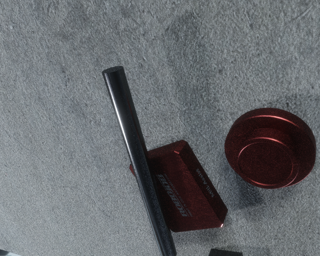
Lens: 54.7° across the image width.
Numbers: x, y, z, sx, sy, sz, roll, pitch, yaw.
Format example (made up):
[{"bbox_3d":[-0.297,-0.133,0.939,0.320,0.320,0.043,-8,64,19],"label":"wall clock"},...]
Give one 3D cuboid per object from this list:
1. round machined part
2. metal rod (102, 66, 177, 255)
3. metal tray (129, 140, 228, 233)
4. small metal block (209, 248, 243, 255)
[{"bbox_3d":[0.121,0.030,0.350,0.098,0.042,0.097,13,124,20],"label":"round machined part"},{"bbox_3d":[-0.020,0.064,0.416,0.025,0.025,0.298,0,118,28],"label":"metal rod"},{"bbox_3d":[0.027,0.087,0.442,0.090,0.030,0.130,-21,107,35],"label":"metal tray"},{"bbox_3d":[0.106,0.220,0.486,0.050,0.025,0.050,-5,116,30],"label":"small metal block"}]
